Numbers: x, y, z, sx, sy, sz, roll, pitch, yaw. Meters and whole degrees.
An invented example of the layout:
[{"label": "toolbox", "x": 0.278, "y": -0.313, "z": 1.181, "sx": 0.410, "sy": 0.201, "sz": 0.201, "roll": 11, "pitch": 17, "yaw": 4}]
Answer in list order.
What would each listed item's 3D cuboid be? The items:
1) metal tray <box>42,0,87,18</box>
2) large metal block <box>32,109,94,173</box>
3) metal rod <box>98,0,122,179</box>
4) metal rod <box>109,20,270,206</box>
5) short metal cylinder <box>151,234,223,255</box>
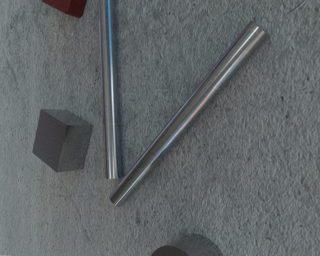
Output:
[{"label": "metal tray", "x": -0.151, "y": -0.264, "z": 0.523, "sx": 0.090, "sy": 0.030, "sz": 0.129, "roll": 35, "pitch": 111, "yaw": 34}, {"label": "large metal block", "x": -0.165, "y": 0.019, "z": 0.521, "sx": 0.080, "sy": 0.050, "sz": 0.079, "roll": 26, "pitch": 106, "yaw": 36}, {"label": "metal rod", "x": -0.076, "y": -0.075, "z": 0.464, "sx": 0.025, "sy": 0.025, "sz": 0.298, "roll": -4, "pitch": 87, "yaw": 39}, {"label": "metal rod", "x": 0.020, "y": 0.000, "z": 0.386, "sx": 0.298, "sy": 0.025, "sz": 0.025, "roll": -51, "pitch": 60, "yaw": 27}, {"label": "short metal cylinder", "x": 0.032, "y": 0.171, "z": 0.361, "sx": 0.080, "sy": 0.050, "sz": 0.079, "roll": 0, "pitch": 90, "yaw": 39}]
